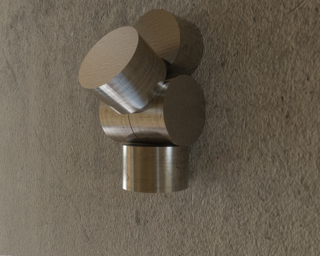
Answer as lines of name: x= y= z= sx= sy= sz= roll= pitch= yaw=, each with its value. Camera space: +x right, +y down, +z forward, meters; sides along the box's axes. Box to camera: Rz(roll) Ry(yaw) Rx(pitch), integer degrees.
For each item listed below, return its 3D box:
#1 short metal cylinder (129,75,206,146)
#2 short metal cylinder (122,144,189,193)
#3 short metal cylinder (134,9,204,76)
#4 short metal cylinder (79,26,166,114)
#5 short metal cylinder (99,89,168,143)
short metal cylinder: x=0.010 y=-0.019 z=0.360 sx=0.050 sy=0.081 sz=0.079 roll=0 pitch=90 yaw=40
short metal cylinder: x=-0.006 y=0.045 z=0.374 sx=0.080 sy=0.081 sz=0.050 roll=0 pitch=90 yaw=39
short metal cylinder: x=0.007 y=-0.099 z=0.384 sx=0.080 sy=0.050 sz=0.079 roll=0 pitch=90 yaw=39
short metal cylinder: x=-0.040 y=-0.062 z=0.335 sx=0.080 sy=0.050 sz=0.080 roll=-21 pitch=50 yaw=27
short metal cylinder: x=-0.029 y=-0.020 z=0.393 sx=0.050 sy=0.081 sz=0.079 roll=1 pitch=91 yaw=39
